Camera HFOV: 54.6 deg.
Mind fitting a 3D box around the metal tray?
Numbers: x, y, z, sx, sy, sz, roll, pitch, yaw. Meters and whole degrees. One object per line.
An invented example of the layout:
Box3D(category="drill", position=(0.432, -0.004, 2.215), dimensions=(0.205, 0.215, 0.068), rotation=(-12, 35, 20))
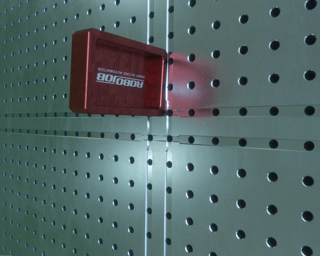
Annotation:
Box3D(category="metal tray", position=(-0.045, -0.061, 0.379), dimensions=(0.030, 0.131, 0.090), rotation=(6, 94, 40))
